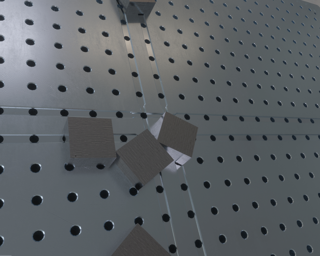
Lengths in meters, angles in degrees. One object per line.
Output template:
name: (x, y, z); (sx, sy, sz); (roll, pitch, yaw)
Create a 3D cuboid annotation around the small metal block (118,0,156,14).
small metal block: (-0.043, -0.220, 0.519); (0.050, 0.025, 0.050); (-14, 69, -34)

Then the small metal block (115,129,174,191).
small metal block: (-0.021, 0.037, 0.370); (0.050, 0.025, 0.050); (-37, 82, -31)

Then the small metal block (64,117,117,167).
small metal block: (-0.081, 0.016, 0.355); (0.050, 0.025, 0.050); (2, 61, -27)

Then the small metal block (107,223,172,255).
small metal block: (-0.024, 0.135, 0.313); (0.050, 0.025, 0.050); (44, 51, 2)

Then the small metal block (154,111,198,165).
small metal block: (0.019, 0.013, 0.409); (0.050, 0.025, 0.050); (26, 52, -12)
